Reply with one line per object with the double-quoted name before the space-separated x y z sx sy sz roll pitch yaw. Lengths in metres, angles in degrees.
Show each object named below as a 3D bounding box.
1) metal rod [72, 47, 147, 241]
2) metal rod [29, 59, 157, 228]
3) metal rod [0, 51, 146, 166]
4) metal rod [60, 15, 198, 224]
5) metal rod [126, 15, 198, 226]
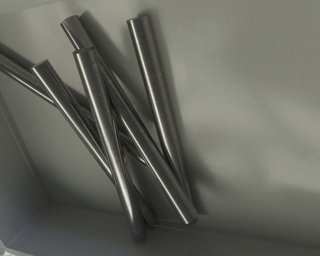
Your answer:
"metal rod" -0.059 0.041 0.418 0.025 0.025 0.298 3 122 26
"metal rod" -0.083 0.038 0.446 0.025 0.025 0.299 -12 122 33
"metal rod" -0.140 -0.036 0.457 0.301 0.025 0.025 32 128 6
"metal rod" -0.036 -0.006 0.401 0.025 0.025 0.299 -26 98 37
"metal rod" 0.010 0.008 0.407 0.025 0.025 0.298 -1 118 28
